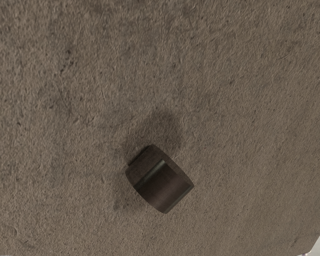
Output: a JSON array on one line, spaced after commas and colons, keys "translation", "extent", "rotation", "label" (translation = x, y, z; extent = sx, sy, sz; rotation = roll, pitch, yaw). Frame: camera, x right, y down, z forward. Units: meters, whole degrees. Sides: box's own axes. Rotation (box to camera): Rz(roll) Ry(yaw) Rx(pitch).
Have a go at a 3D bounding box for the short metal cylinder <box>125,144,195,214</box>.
[{"translation": [0.000, 0.067, 0.414], "extent": [0.050, 0.080, 0.080], "rotation": [-45, 130, 3], "label": "short metal cylinder"}]
